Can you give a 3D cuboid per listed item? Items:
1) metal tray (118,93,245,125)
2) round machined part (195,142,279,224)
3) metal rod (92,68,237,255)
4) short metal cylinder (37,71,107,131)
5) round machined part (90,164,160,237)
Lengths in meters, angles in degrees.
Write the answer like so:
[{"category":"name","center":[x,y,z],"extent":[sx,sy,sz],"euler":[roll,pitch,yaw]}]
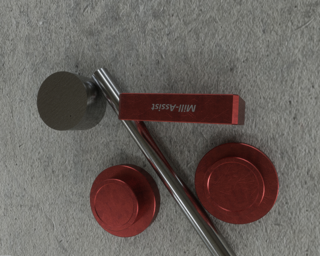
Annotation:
[{"category":"metal tray","center":[0.029,-0.021,0.363],"extent":[0.130,0.090,0.030],"euler":[3,91,19]},{"category":"round machined part","center":[0.089,0.066,0.368],"extent":[0.098,0.042,0.097],"euler":[0,90,19]},{"category":"metal rod","center":[-0.001,0.043,0.408],"extent":[0.025,0.025,0.299],"euler":[-38,78,16]},{"category":"short metal cylinder","center":[-0.124,-0.036,0.438],"extent":[0.080,0.050,0.079],"euler":[0,90,19]},{"category":"round machined part","center":[-0.053,0.099,0.417],"extent":[0.098,0.042,0.097],"euler":[0,90,19]}]
